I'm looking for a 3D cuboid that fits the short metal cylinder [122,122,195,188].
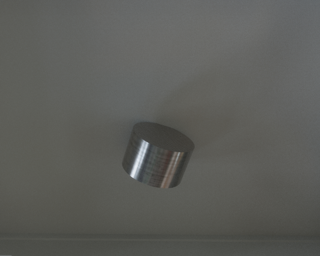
[{"bbox_3d":[-0.002,0.032,0.394,0.080,0.080,0.050,17,109,-6],"label":"short metal cylinder"}]
